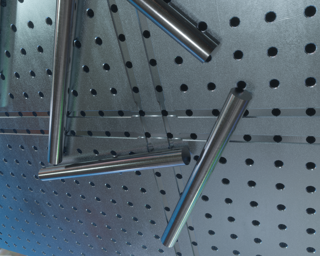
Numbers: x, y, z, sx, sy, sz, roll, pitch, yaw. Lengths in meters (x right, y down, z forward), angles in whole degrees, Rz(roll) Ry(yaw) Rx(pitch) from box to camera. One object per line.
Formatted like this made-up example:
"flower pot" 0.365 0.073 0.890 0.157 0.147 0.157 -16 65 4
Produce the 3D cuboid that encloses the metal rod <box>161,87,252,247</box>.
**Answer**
"metal rod" 0.052 0.075 0.429 0.025 0.025 0.298 27 128 11

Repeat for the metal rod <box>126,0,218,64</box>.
"metal rod" -0.061 -0.175 0.333 0.300 0.025 0.025 40 129 0

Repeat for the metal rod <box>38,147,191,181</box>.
"metal rod" -0.090 0.062 0.494 0.300 0.025 0.025 -11 113 32

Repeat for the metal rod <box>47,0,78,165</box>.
"metal rod" -0.144 -0.058 0.448 0.025 0.025 0.298 27 128 11
